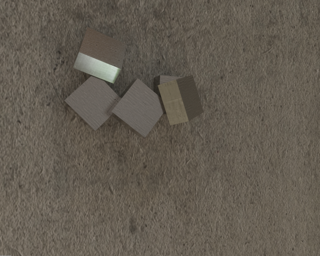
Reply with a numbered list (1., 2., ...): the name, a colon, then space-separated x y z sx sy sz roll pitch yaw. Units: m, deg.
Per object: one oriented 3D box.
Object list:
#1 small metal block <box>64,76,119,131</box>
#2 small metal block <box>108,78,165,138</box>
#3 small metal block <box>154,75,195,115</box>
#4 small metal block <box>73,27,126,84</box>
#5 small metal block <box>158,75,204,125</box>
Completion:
1. small metal block: -0.081 -0.032 0.380 0.050 0.025 0.050 -47 105 -14
2. small metal block: -0.026 -0.023 0.374 0.050 0.025 0.050 40 77 -16
3. small metal block: 0.019 -0.043 0.418 0.050 0.025 0.050 2 89 -21
4. small metal block: -0.071 -0.087 0.372 0.050 0.025 0.050 20 47 -19
5. small metal block: 0.027 -0.035 0.381 0.050 0.025 0.050 -28 103 -58
